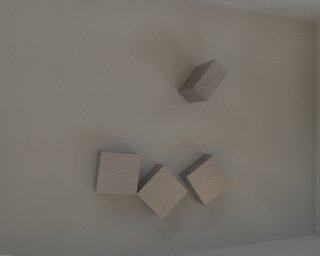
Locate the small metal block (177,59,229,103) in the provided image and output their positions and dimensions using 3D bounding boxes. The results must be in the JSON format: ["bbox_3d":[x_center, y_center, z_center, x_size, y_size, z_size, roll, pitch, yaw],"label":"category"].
[{"bbox_3d":[0.057,-0.062,0.420,0.025,0.050,0.050,41,77,-16],"label":"small metal block"}]

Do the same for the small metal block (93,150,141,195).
[{"bbox_3d":[-0.054,0.056,0.391,0.050,0.025,0.050,7,88,-20],"label":"small metal block"}]

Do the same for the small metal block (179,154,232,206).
[{"bbox_3d":[0.064,0.072,0.436,0.050,0.025,0.050,-36,102,-17],"label":"small metal block"}]

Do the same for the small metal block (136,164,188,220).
[{"bbox_3d":[0.000,0.084,0.412,0.050,0.025,0.050,-45,105,-15],"label":"small metal block"}]
